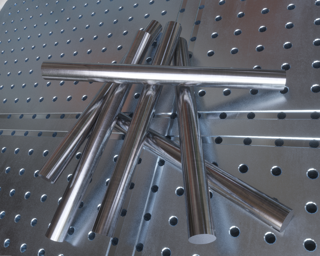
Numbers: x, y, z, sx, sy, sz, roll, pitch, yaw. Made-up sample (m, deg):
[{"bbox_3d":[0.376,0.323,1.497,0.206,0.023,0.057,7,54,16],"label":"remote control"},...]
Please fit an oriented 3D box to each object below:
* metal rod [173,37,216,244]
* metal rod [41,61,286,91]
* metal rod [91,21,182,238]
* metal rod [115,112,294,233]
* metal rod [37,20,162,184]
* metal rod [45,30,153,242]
[{"bbox_3d":[0.034,-0.014,0.376,0.025,0.025,0.300,-18,47,18],"label":"metal rod"},{"bbox_3d":[-0.002,-0.066,0.389,0.301,0.025,0.025,4,62,8],"label":"metal rod"},{"bbox_3d":[-0.022,-0.015,0.396,0.025,0.025,0.300,4,64,30],"label":"metal rod"},{"bbox_3d":[0.015,0.030,0.382,0.300,0.025,0.025,29,78,37],"label":"metal rod"},{"bbox_3d":[-0.075,-0.053,0.452,0.025,0.025,0.300,12,58,33],"label":"metal rod"},{"bbox_3d":[-0.078,0.003,0.419,0.025,0.025,0.299,16,78,34],"label":"metal rod"}]
